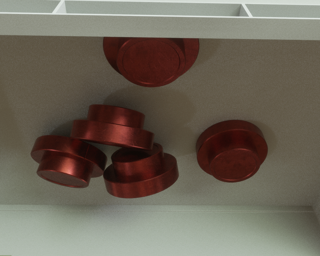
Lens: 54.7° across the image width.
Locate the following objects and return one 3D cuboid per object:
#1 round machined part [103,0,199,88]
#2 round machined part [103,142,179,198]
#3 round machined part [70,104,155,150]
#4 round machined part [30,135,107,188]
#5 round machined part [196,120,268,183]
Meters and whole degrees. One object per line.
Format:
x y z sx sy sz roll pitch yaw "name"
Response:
-0.009 -0.080 0.318 0.099 0.042 0.097 -1 143 0 "round machined part"
-0.027 0.050 0.410 0.099 0.098 0.042 -8 106 6 "round machined part"
-0.055 -0.001 0.374 0.099 0.042 0.098 9 174 1 "round machined part"
-0.124 0.050 0.415 0.099 0.042 0.098 9 153 5 "round machined part"
0.101 0.039 0.433 0.099 0.042 0.097 -1 130 0 "round machined part"
